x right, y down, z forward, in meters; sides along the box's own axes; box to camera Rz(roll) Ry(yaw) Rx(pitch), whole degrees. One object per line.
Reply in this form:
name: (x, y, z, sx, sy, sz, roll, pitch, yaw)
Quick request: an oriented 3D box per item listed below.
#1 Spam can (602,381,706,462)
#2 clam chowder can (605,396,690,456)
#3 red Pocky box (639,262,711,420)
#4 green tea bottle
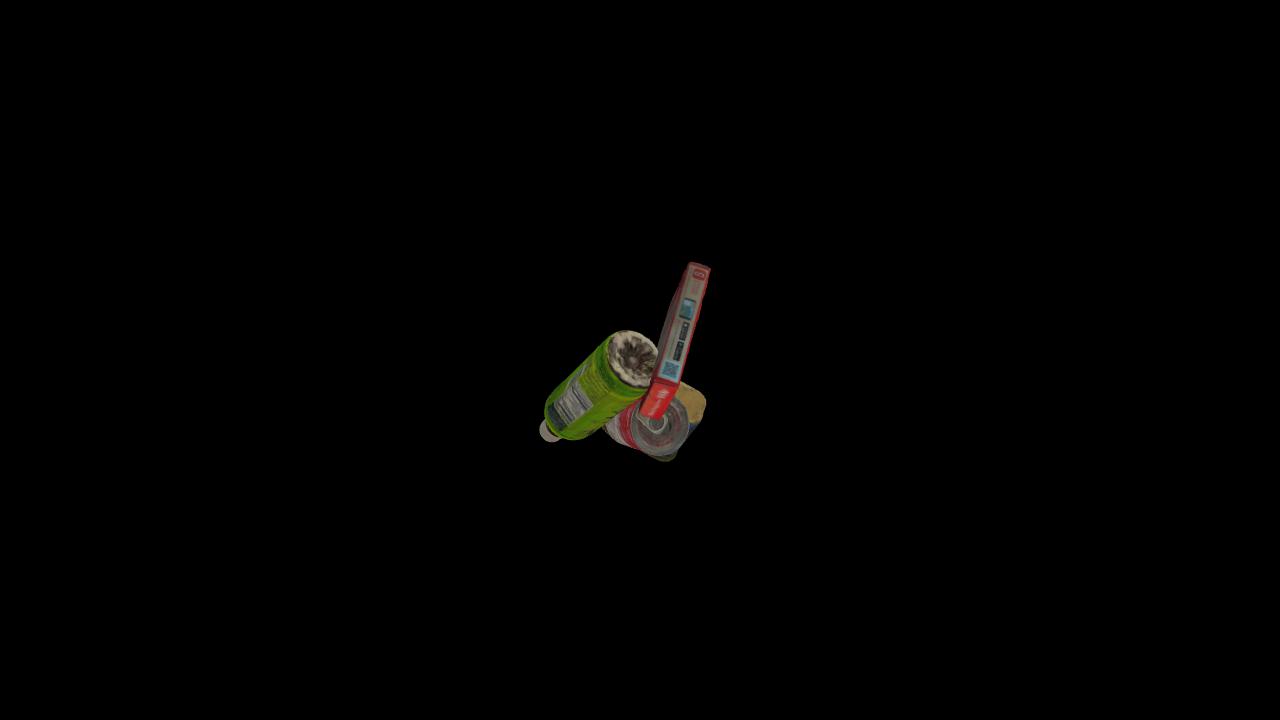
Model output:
Spam can: (0.016, 0.061, 0.720, 0.101, 0.058, 0.085, 27, -43, -2)
clam chowder can: (0.005, 0.069, 0.695, 0.068, 0.068, 0.102, 0, -2, -20)
red Pocky box: (0.036, -0.020, 0.650, 0.028, 0.155, 0.083, 20, -30, -3)
green tea bottle: (-0.058, 0.042, 0.689, 0.073, 0.073, 0.212, 0, -24, -37)
